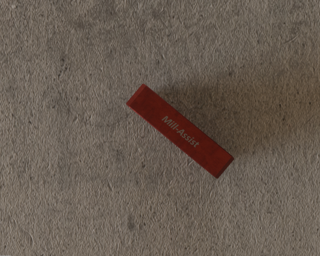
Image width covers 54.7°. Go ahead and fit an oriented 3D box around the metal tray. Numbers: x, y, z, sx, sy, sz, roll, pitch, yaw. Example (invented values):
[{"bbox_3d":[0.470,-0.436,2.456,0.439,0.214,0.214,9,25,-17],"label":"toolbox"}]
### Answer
[{"bbox_3d":[0.022,0.003,0.379,0.130,0.090,0.030,39,90,-1],"label":"metal tray"}]
